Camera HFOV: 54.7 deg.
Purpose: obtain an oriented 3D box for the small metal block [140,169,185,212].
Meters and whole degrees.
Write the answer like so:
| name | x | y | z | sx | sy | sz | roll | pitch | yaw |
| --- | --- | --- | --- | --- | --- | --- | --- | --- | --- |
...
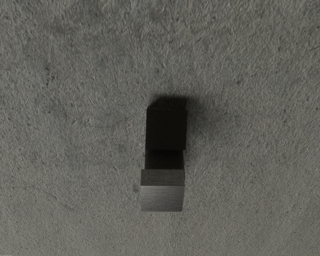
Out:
| name | x | y | z | sx | sy | sz | roll | pitch | yaw |
| --- | --- | --- | --- | --- | --- | --- | --- | --- | --- |
| small metal block | 0.003 | 0.076 | 0.375 | 0.050 | 0.025 | 0.050 | 1 | 130 | -1 |

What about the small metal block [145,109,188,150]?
| name | x | y | z | sx | sy | sz | roll | pitch | yaw |
| --- | --- | --- | --- | --- | --- | --- | --- | --- | --- |
| small metal block | 0.008 | 0.001 | 0.394 | 0.050 | 0.025 | 0.050 | 2 | 94 | -2 |

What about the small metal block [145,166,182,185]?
| name | x | y | z | sx | sy | sz | roll | pitch | yaw |
| --- | --- | --- | --- | --- | --- | --- | --- | --- | --- |
| small metal block | 0.004 | 0.069 | 0.451 | 0.050 | 0.025 | 0.050 | 2 | 171 | -2 |

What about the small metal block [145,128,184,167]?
| name | x | y | z | sx | sy | sz | roll | pitch | yaw |
| --- | --- | --- | --- | --- | --- | --- | --- | --- | --- |
| small metal block | 0.005 | 0.028 | 0.433 | 0.050 | 0.025 | 0.050 | 2 | 130 | -2 |

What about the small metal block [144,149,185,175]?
| name | x | y | z | sx | sy | sz | roll | pitch | yaw |
| --- | --- | --- | --- | --- | --- | --- | --- | --- | --- |
| small metal block | 0.005 | 0.053 | 0.404 | 0.050 | 0.050 | 0.025 | 2 | 130 | -2 |
